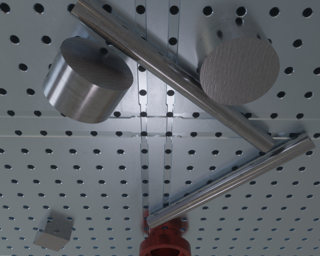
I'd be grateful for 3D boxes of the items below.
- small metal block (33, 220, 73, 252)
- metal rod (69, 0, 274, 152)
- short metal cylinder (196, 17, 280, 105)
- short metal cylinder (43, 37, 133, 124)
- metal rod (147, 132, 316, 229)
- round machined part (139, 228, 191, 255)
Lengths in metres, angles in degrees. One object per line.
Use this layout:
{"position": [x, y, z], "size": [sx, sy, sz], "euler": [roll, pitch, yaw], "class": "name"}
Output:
{"position": [-0.202, 0.204, 0.584], "size": [0.050, 0.025, 0.050], "euler": [30, 124, -23], "class": "small metal block"}
{"position": [0.033, -0.050, 0.369], "size": [0.301, 0.025, 0.025], "euler": [32, 123, -25], "class": "metal rod"}
{"position": [0.081, -0.071, 0.335], "size": [0.081, 0.050, 0.079], "euler": [0, 130, 0], "class": "short metal cylinder"}
{"position": [-0.076, -0.051, 0.331], "size": [0.080, 0.080, 0.050], "euler": [26, 125, -21], "class": "short metal cylinder"}
{"position": [0.096, 0.093, 0.491], "size": [0.299, 0.025, 0.025], "euler": [-35, 122, 25], "class": "metal rod"}
{"position": [0.010, 0.230, 0.597], "size": [0.099, 0.042, 0.097], "euler": [0, 130, 0], "class": "round machined part"}
